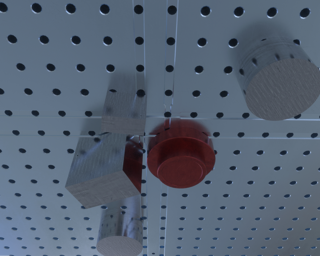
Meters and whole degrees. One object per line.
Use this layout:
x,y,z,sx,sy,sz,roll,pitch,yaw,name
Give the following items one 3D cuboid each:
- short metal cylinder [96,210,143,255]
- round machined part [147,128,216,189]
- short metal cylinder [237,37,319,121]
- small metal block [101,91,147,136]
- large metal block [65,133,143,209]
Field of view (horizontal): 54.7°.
-0.071,0.193,0.559,0.081,0.050,0.079,-1,130,0,short metal cylinder
0.030,0.050,0.443,0.099,0.042,0.097,0,130,0,round machined part
0.132,-0.055,0.351,0.081,0.050,0.079,-1,130,0,short metal cylinder
-0.043,-0.019,0.379,0.050,0.050,0.025,6,130,-6,small metal block
-0.071,0.053,0.420,0.080,0.080,0.050,-18,128,14,large metal block
